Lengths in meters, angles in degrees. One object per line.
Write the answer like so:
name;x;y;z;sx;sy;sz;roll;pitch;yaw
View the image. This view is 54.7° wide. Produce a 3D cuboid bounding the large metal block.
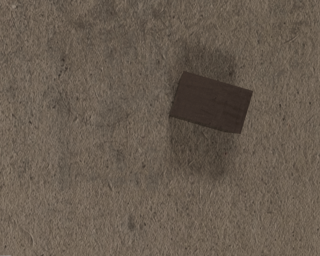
large metal block;0.058;-0.029;0.383;0.080;0.080;0.050;16;90;-1
